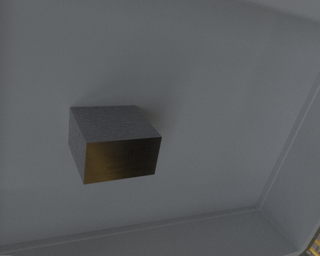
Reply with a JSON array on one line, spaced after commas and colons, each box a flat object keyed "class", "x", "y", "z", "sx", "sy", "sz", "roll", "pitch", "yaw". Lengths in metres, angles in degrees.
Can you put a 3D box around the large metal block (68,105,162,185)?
[{"class": "large metal block", "x": -0.055, "y": 0.015, "z": 0.353, "sx": 0.081, "sy": 0.080, "sz": 0.050, "roll": -4, "pitch": 120, "yaw": -27}]
